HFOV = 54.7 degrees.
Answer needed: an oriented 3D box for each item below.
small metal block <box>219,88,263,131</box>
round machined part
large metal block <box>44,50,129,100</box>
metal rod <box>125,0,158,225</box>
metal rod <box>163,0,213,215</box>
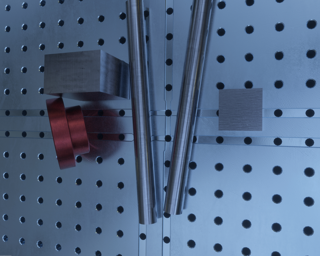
[{"bbox_3d":[0.099,-0.022,0.378,0.050,0.025,0.050,1,90,19],"label":"small metal block"},{"bbox_3d":[-0.125,0.005,0.427,0.042,0.098,0.097,-12,85,-18],"label":"round machined part"},{"bbox_3d":[-0.095,-0.067,0.415,0.080,0.080,0.050,0,88,19],"label":"large metal block"},{"bbox_3d":[-0.025,-0.022,0.420,0.025,0.025,0.298,-4,89,19],"label":"metal rod"},{"bbox_3d":[0.037,-0.038,0.398,0.025,0.025,0.298,9,93,19],"label":"metal rod"}]
